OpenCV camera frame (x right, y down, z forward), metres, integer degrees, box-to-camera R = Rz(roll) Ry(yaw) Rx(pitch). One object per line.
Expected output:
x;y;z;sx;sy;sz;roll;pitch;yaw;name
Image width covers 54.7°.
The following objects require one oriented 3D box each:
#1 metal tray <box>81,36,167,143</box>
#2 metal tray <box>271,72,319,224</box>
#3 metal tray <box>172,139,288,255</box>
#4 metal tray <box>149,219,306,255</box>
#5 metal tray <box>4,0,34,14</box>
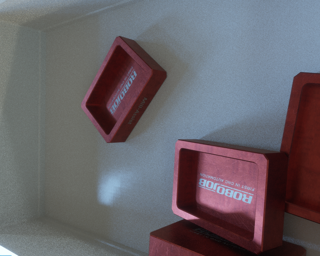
-0.057;-0.053;0.448;0.090;0.030;0.129;49;119;28;metal tray
0.157;0.020;0.273;0.090;0.030;0.129;13;98;39;metal tray
0.065;0.062;0.326;0.130;0.030;0.089;7;95;55;metal tray
0.065;0.127;0.309;0.130;0.091;0.030;6;94;39;metal tray
-0.296;-0.318;0.645;0.090;0.030;0.129;-19;78;38;metal tray
